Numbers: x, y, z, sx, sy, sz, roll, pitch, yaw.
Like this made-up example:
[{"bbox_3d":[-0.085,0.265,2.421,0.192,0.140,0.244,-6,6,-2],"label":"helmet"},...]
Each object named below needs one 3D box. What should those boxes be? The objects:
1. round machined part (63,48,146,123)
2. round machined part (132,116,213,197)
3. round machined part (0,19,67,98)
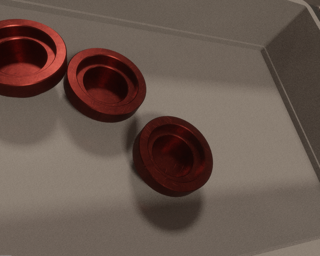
[{"bbox_3d":[-0.070,-0.049,0.388,0.099,0.042,0.098,14,56,-21],"label":"round machined part"},{"bbox_3d":[0.012,0.037,0.380,0.099,0.042,0.098,14,56,-21],"label":"round machined part"},{"bbox_3d":[-0.156,-0.073,0.347,0.099,0.042,0.098,7,57,-10],"label":"round machined part"}]
